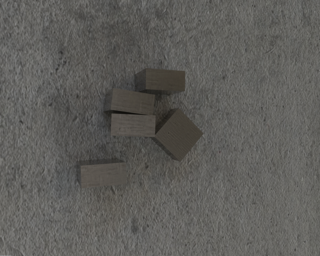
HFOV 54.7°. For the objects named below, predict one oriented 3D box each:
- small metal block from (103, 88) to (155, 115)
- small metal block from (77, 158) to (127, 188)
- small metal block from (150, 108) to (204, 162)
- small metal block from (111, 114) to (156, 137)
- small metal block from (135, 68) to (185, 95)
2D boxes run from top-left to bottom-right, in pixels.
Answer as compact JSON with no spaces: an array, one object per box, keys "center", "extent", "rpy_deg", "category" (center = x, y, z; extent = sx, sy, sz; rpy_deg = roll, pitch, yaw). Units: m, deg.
[{"center":[-0.039,-0.030,0.381],"extent":[0.050,0.050,0.025],"rpy_deg":[7,88,-20],"category":"small metal block"},{"center":[-0.071,0.052,0.370],"extent":[0.050,0.050,0.025],"rpy_deg":[-2,91,-20],"category":"small metal block"},{"center":[0.021,0.009,0.417],"extent":[0.050,0.025,0.050],"rpy_deg":[45,76,-15],"category":"small metal block"},{"center":[-0.033,-0.003,0.378],"extent":[0.050,0.050,0.025],"rpy_deg":[2,89,-7],"category":"small metal block"},{"center":[-0.001,-0.058,0.395],"extent":[0.050,0.050,0.025],"rpy_deg":[0,90,-20],"category":"small metal block"}]
